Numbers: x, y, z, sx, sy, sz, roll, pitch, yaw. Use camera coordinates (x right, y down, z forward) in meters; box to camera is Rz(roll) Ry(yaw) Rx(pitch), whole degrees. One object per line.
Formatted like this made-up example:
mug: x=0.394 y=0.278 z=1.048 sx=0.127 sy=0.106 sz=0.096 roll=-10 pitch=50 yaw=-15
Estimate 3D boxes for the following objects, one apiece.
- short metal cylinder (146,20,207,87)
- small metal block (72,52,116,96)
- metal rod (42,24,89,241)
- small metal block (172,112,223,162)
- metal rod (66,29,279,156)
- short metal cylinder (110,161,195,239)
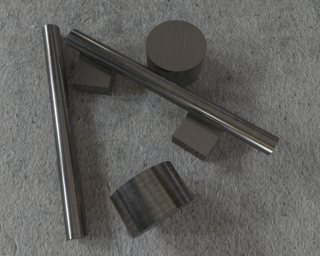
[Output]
short metal cylinder: x=0.022 y=-0.101 z=0.432 sx=0.081 sy=0.050 sz=0.080 roll=0 pitch=70 yaw=0
small metal block: x=-0.090 y=-0.076 z=0.435 sx=0.050 sy=0.025 sz=0.050 roll=7 pitch=70 yaw=2
metal rod: x=-0.129 y=-0.009 z=0.410 sx=0.025 sy=0.025 sz=0.299 roll=-12 pitch=70 yaw=-4
small metal block: x=0.050 y=0.007 z=0.406 sx=0.050 sy=0.025 sz=0.050 roll=32 pitch=73 yaw=11
metal rod: x=0.009 y=-0.051 z=0.400 sx=0.301 sy=0.025 sz=0.025 roll=30 pitch=73 yaw=10
short metal cylinder: x=-0.008 y=0.080 z=0.349 sx=0.080 sy=0.080 sz=0.050 roll=-30 pitch=73 yaw=-10
